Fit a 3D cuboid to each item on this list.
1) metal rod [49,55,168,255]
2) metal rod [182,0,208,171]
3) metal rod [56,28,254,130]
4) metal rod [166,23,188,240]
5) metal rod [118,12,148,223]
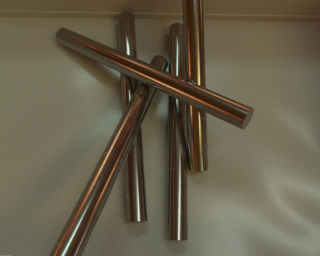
[{"bbox_3d":[-0.042,0.012,0.348,0.025,0.025,0.300,17,49,6],"label":"metal rod"},{"bbox_3d":[0.042,-0.096,0.376,0.025,0.025,0.298,-3,97,-1],"label":"metal rod"},{"bbox_3d":[-0.026,-0.073,0.392,0.300,0.025,0.025,28,72,27],"label":"metal rod"},{"bbox_3d":[0.023,-0.009,0.413,0.025,0.025,0.299,1,70,0],"label":"metal rod"},{"bbox_3d":[-0.039,-0.028,0.419,0.025,0.025,0.299,-4,70,-2],"label":"metal rod"}]
